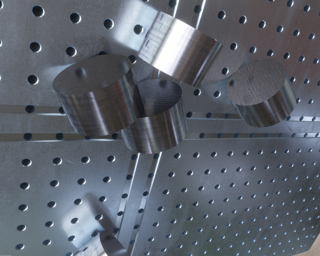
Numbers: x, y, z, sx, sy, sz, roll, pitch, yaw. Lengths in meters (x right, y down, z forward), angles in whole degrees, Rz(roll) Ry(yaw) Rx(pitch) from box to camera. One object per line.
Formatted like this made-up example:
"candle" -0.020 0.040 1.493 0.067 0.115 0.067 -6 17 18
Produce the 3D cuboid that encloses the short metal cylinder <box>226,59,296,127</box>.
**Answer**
"short metal cylinder" 0.138 -0.048 0.424 0.080 0.080 0.050 -43 130 1

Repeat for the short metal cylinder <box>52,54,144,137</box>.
"short metal cylinder" -0.062 -0.036 0.321 0.081 0.080 0.050 -25 128 -14

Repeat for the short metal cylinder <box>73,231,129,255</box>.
"short metal cylinder" -0.082 0.201 0.457 0.050 0.080 0.080 -40 130 -1

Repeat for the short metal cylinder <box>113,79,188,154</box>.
"short metal cylinder" -0.010 -0.015 0.362 0.081 0.080 0.050 -24 128 -14

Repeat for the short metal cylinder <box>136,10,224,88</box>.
"short metal cylinder" 0.022 -0.085 0.336 0.081 0.080 0.050 17 109 -35
